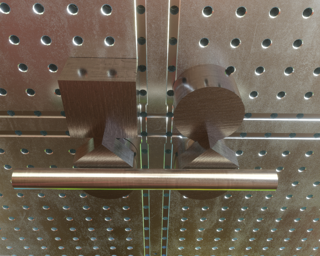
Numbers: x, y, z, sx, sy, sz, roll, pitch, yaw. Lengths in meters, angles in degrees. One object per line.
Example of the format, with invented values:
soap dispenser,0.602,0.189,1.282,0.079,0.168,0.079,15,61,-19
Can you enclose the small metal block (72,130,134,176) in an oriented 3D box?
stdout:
small metal block,-0.068,0.037,0.377,0.050,0.025,0.050,-33,123,24

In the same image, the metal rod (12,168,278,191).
metal rod,-0.016,0.060,0.363,0.302,0.025,0.025,1,130,-1

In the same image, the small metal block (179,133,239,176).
small metal block,0.060,0.041,0.381,0.050,0.025,0.050,33,123,-25

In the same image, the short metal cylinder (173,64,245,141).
short metal cylinder,0.056,-0.029,0.371,0.081,0.050,0.079,0,130,0

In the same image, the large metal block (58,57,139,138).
large metal block,-0.066,-0.034,0.364,0.081,0.050,0.079,1,130,-1

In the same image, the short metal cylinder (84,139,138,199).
short metal cylinder,-0.073,0.057,0.442,0.081,0.050,0.079,0,130,0

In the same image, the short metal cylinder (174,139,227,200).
short metal cylinder,0.061,0.059,0.446,0.081,0.050,0.079,0,130,0
